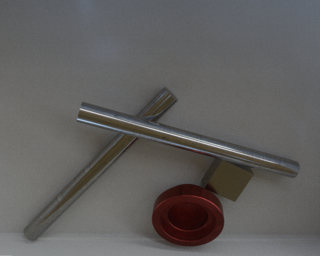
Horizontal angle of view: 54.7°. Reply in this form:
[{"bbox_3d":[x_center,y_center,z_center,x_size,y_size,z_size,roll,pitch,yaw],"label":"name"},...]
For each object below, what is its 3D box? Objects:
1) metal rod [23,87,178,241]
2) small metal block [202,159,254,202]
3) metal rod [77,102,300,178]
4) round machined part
[{"bbox_3d":[-0.090,0.058,0.431,0.025,0.025,0.299,42,104,-14],"label":"metal rod"},{"bbox_3d":[0.095,0.069,0.438,0.050,0.025,0.050,25,108,-10],"label":"small metal block"},{"bbox_3d":[0.047,0.020,0.400,0.302,0.025,0.025,15,110,-14],"label":"metal rod"},{"bbox_3d":[0.040,0.118,0.440,0.099,0.042,0.097,2,120,4],"label":"round machined part"}]
